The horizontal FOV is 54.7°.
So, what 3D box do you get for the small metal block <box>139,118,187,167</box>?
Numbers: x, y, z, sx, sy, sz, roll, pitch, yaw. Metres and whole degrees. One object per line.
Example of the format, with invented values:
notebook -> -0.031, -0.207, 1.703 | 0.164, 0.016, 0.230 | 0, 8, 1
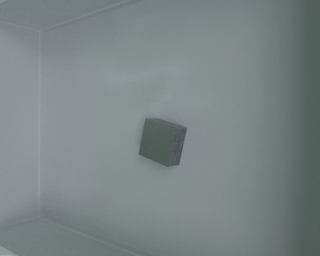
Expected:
small metal block -> 0.003, 0.017, 0.403 | 0.050, 0.025, 0.050 | 19, 102, 38
